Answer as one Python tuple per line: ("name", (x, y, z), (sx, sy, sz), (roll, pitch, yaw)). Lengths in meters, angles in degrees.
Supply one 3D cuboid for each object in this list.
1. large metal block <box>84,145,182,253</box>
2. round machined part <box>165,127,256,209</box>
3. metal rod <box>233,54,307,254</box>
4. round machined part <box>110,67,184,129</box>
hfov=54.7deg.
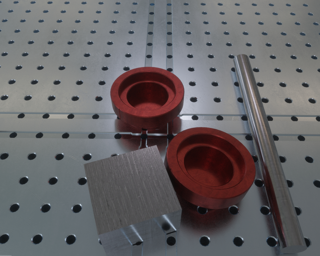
("large metal block", (-0.030, 0.073, 0.329), (0.081, 0.050, 0.080), (-14, 52, -12))
("round machined part", (0.053, 0.048, 0.350), (0.099, 0.042, 0.098), (6, 45, -6))
("metal rod", (0.131, 0.006, 0.403), (0.025, 0.025, 0.300), (0, 50, 0))
("round machined part", (-0.017, -0.037, 0.428), (0.099, 0.042, 0.098), (0, 50, 0))
